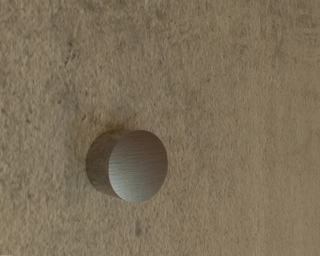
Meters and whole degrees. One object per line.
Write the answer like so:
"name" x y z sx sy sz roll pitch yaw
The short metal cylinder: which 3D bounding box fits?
"short metal cylinder" -0.038 0.042 0.359 0.081 0.050 0.079 0 90 -40
